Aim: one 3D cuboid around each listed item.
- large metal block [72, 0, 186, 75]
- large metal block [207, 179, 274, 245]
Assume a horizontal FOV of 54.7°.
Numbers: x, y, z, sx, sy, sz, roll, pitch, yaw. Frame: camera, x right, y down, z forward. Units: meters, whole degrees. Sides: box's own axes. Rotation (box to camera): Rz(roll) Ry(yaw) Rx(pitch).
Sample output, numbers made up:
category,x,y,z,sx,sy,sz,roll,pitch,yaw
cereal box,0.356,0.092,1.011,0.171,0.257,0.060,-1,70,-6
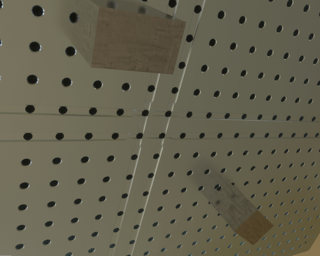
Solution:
category,x,y,z,sx,sy,sz,roll,pitch,yaw
large metal block,-0.034,-0.092,0.301,0.081,0.080,0.050,-1,119,-29
large metal block,0.142,0.149,0.548,0.050,0.080,0.080,-45,130,3
